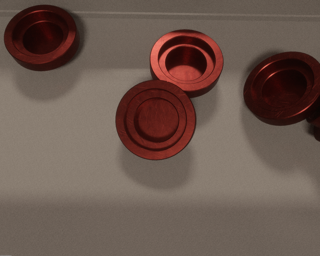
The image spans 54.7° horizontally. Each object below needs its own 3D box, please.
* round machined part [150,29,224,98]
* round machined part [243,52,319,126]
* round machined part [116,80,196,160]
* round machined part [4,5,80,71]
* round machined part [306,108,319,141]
[{"bbox_3d":[0.035,-0.085,0.431,0.099,0.042,0.098,1,69,-1],"label":"round machined part"},{"bbox_3d":[0.164,-0.047,0.404,0.098,0.042,0.098,-18,56,30],"label":"round machined part"},{"bbox_3d":[-0.003,-0.010,0.393,0.098,0.042,0.097,0,89,9],"label":"round machined part"},{"bbox_3d":[-0.164,-0.123,0.444,0.099,0.042,0.098,0,70,-1],"label":"round machined part"},{"bbox_3d":[0.220,-0.027,0.382,0.042,0.098,0.098,28,72,4],"label":"round machined part"}]
